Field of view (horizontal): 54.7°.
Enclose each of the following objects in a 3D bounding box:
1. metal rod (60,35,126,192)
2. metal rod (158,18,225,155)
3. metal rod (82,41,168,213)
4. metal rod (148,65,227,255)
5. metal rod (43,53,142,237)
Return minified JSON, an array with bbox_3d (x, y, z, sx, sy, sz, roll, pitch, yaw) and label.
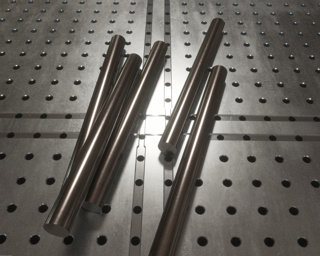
[{"bbox_3d":[-0.085,-0.035,0.436,0.025,0.025,0.300,4,50,3],"label":"metal rod"},{"bbox_3d":[0.058,-0.083,0.477,0.025,0.025,0.301,15,51,12],"label":"metal rod"},{"bbox_3d":[-0.037,-0.026,0.428,0.025,0.025,0.300,12,51,9],"label":"metal rod"},{"bbox_3d":[0.046,0.021,0.390,0.025,0.025,0.300,14,51,11],"label":"metal rod"},{"bbox_3d":[-0.068,-0.007,0.392,0.025,0.025,0.300,8,44,6],"label":"metal rod"}]
